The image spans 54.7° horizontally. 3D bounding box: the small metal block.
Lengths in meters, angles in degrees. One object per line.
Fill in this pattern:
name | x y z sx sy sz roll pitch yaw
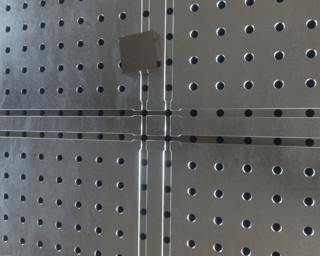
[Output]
small metal block | -0.025 -0.100 0.421 0.050 0.025 0.050 -7 88 19
